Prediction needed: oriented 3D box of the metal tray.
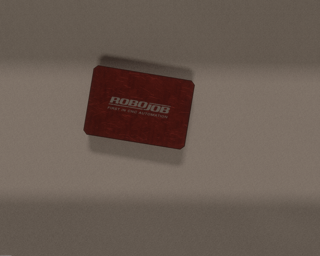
[{"bbox_3d":[-0.027,-0.026,0.409,0.131,0.030,0.089,9,90,-1],"label":"metal tray"}]
